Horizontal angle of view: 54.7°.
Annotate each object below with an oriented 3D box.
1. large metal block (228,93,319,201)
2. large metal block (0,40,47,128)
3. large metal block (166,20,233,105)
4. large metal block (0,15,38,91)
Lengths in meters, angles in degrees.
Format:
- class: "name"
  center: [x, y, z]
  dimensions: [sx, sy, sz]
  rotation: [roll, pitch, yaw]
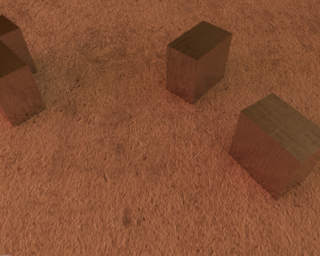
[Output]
- class: "large metal block"
  center: [0.130, 0.021, 0.350]
  dimensions: [0.050, 0.080, 0.080]
  rotation: [-28, 56, -21]
- class: "large metal block"
  center: [-0.208, -0.061, 0.417]
  dimensions: [0.050, 0.080, 0.080]
  rotation: [-37, 60, -27]
- class: "large metal block"
  center: [0.054, -0.094, 0.447]
  dimensions: [0.050, 0.080, 0.080]
  rotation: [34, 58, 25]
- class: "large metal block"
  center: [-0.241, -0.106, 0.455]
  dimensions: [0.050, 0.080, 0.080]
  rotation: [37, 59, 27]
